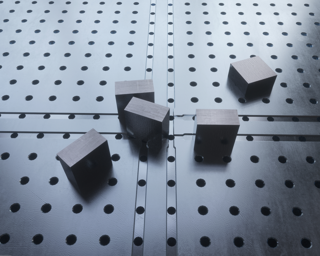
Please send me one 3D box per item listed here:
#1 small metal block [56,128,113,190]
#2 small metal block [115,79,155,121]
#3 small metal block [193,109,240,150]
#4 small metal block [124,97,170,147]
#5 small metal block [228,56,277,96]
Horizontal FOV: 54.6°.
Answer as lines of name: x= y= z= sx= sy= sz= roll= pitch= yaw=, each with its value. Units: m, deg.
small metal block: x=-0.086 y=0.037 z=0.361 sx=0.025 sy=0.050 sz=0.050 roll=36 pitch=59 yaw=26
small metal block: x=-0.033 y=-0.038 z=0.423 sx=0.050 sy=0.050 sz=0.025 roll=-5 pitch=50 yaw=-4
small metal block: x=0.069 y=0.002 z=0.390 sx=0.050 sy=0.050 sz=0.025 roll=1 pitch=50 yaw=1
small metal block: x=-0.016 y=-0.008 z=0.398 sx=0.050 sy=0.050 sz=0.025 roll=18 pitch=53 yaw=14
small metal block: x=0.141 y=-0.081 z=0.477 sx=0.050 sy=0.025 sz=0.050 roll=-17 pitch=52 yaw=-14
